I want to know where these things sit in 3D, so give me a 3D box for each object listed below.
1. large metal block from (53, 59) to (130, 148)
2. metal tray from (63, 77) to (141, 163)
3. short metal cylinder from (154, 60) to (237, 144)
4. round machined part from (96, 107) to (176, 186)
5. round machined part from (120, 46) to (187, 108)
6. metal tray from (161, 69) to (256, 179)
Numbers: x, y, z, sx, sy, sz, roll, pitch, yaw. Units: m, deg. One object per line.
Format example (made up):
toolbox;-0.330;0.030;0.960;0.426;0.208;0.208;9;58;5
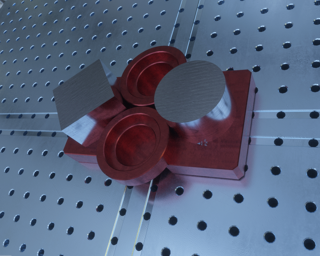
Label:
large metal block;-0.092;-0.034;0.423;0.080;0.050;0.080;-32;52;7
metal tray;-0.077;-0.014;0.454;0.090;0.030;0.130;1;62;27
short metal cylinder;0.041;-0.029;0.349;0.080;0.050;0.080;-13;56;21
round machined part;-0.026;0.025;0.384;0.098;0.042;0.098;-13;56;21
round machined part;-0.002;-0.061;0.424;0.098;0.042;0.098;-13;56;21
metal tray;0.061;-0.008;0.375;0.090;0.030;0.130;1;62;28
